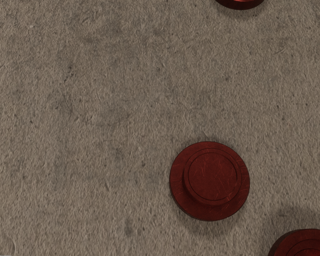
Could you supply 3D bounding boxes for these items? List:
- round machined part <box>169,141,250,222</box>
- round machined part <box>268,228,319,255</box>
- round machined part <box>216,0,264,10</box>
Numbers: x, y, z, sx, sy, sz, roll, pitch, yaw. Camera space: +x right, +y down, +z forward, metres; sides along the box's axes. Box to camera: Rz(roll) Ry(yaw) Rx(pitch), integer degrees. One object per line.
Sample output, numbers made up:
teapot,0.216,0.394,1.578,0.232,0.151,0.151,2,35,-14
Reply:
round machined part,0.061,0.062,0.377,0.099,0.042,0.098,0,70,-1
round machined part,0.165,0.163,0.342,0.099,0.042,0.098,0,70,-1
round machined part,0.128,-0.240,0.488,0.099,0.042,0.098,0,70,-1
